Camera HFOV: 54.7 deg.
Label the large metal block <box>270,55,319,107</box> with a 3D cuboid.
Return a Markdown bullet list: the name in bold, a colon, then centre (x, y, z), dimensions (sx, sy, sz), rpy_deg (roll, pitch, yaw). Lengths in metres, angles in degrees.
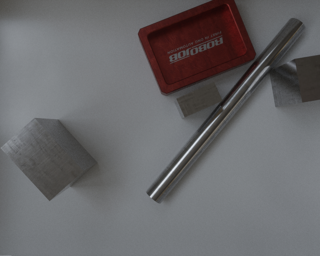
- **large metal block**: centre (0.194, -0.060, 0.387), dimensions (0.080, 0.080, 0.050), rpy_deg (-10, 90, 0)

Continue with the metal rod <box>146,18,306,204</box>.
- **metal rod**: centre (0.087, -0.023, 0.412), dimensions (0.025, 0.025, 0.300), rpy_deg (40, 90, -1)

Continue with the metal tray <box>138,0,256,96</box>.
- **metal tray**: centre (0.047, -0.107, 0.409), dimensions (0.131, 0.030, 0.090), rpy_deg (-22, 90, -1)

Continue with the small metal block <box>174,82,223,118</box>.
- **small metal block**: centre (0.048, -0.034, 0.400), dimensions (0.050, 0.050, 0.025), rpy_deg (-24, 90, 0)

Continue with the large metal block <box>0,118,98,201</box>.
- **large metal block**: centre (-0.131, 0.035, 0.382), dimensions (0.050, 0.080, 0.080), rpy_deg (-42, 91, 0)
